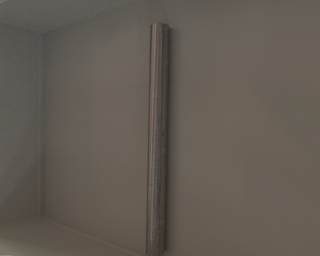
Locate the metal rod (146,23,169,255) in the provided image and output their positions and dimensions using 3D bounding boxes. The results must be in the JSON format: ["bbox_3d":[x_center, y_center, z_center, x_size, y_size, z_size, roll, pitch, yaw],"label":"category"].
[{"bbox_3d":[-0.003,0.016,0.407,0.025,0.025,0.298,2,91,39],"label":"metal rod"}]
